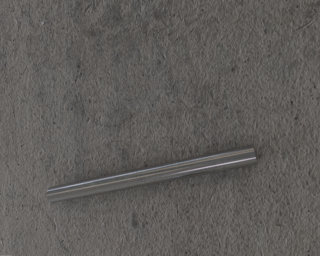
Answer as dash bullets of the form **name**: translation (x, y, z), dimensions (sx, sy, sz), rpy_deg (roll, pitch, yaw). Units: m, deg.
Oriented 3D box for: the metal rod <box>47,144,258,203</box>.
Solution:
- **metal rod**: translation (-0.024, 0.066, 0.417), dimensions (0.301, 0.025, 0.025), rpy_deg (-14, 85, 19)
